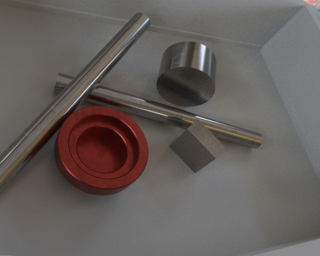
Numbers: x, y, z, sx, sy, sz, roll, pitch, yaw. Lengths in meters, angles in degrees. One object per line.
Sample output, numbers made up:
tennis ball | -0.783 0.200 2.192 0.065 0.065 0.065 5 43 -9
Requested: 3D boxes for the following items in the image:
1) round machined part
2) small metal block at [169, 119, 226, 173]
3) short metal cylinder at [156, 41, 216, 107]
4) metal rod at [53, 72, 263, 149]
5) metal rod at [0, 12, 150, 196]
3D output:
round machined part | -0.066 0.027 0.343 0.099 0.042 0.098 14 56 -21
small metal block | 0.047 0.024 0.402 0.050 0.050 0.025 46 51 3
short metal cylinder | 0.038 -0.075 0.438 0.080 0.080 0.050 21 54 -16
metal rod | 0.012 -0.017 0.424 0.302 0.025 0.025 15 56 -20
metal rod | -0.096 -0.039 0.350 0.025 0.025 0.301 36 60 -5
